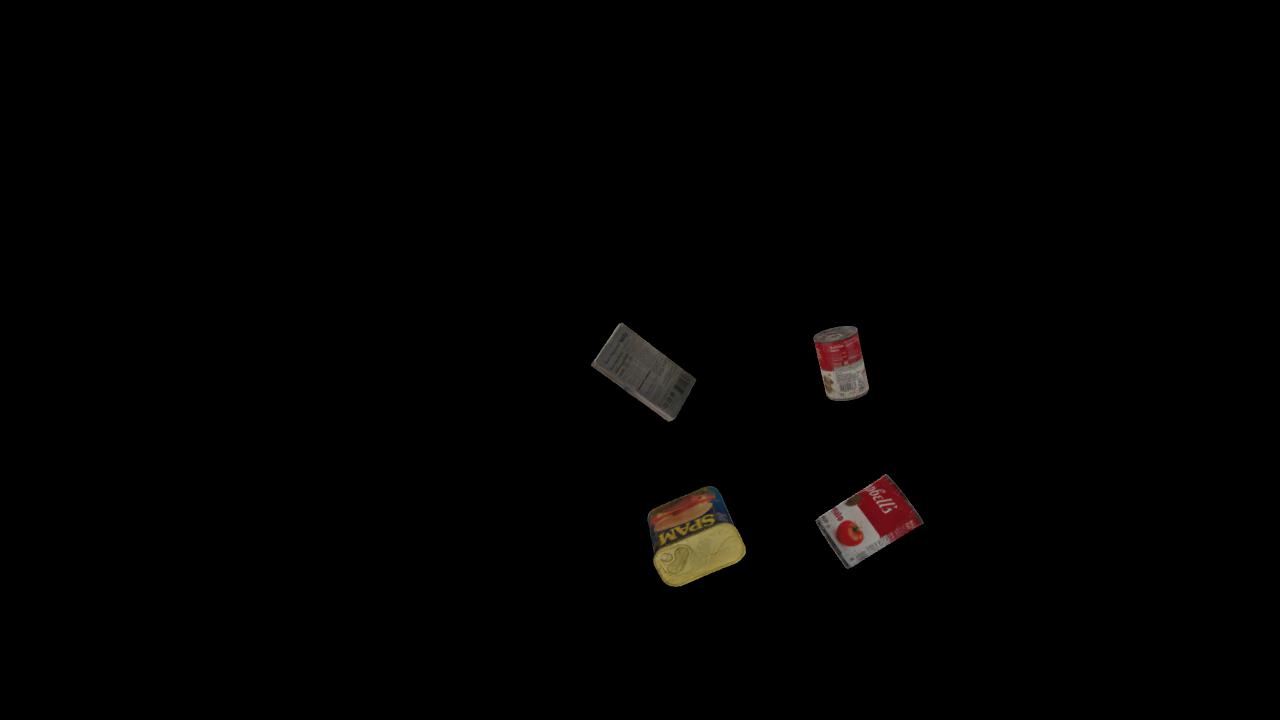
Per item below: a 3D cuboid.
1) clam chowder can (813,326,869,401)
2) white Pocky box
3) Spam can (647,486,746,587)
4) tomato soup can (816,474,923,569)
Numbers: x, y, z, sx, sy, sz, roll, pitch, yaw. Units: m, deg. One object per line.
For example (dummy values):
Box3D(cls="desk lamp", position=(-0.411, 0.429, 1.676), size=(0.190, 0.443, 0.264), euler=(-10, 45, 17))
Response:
Box3D(cls="clam chowder can", position=(0.316, 0.005, 0.965), size=(0.068, 0.102, 0.068), euler=(-16, 14, 4))
Box3D(cls="white Pocky box", position=(0.008, 0.020, 0.962), size=(0.154, 0.084, 0.028), euler=(37, -26, -9))
Box3D(cls="Spam can", position=(0.062, 0.203, 0.720), size=(0.101, 0.058, 0.085), euler=(-23, 20, 3))
Box3D(cls="tomato soup can", position=(0.265, 0.189, 0.718), size=(0.101, 0.068, 0.068), euler=(-36, -6, 8))
